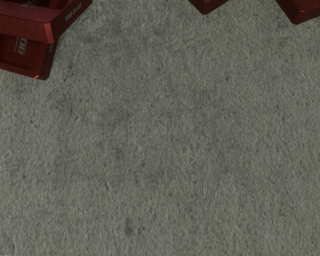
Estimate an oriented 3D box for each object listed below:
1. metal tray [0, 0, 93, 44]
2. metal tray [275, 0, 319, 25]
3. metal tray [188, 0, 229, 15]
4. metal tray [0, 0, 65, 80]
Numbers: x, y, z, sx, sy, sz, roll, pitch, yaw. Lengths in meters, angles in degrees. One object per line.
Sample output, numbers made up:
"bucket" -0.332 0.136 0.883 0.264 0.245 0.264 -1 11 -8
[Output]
"metal tray" -0.164 -0.173 0.439 0.090 0.030 0.130 14 48 8
"metal tray" 0.249 -0.227 0.491 0.131 0.030 0.090 -23 72 -9
"metal tray" 0.094 -0.250 0.498 0.131 0.030 0.090 -36 74 -13
"metal tray" -0.187 -0.140 0.427 0.090 0.030 0.129 16 95 5
